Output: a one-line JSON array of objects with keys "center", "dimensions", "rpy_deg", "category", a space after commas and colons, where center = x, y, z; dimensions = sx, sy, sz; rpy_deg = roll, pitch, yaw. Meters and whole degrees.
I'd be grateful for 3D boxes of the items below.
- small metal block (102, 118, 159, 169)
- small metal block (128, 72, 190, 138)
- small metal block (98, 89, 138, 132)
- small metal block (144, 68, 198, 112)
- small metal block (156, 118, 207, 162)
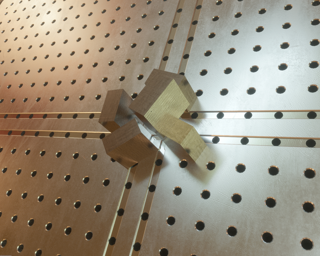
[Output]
[{"center": [-0.037, 0.021, 0.397], "dimensions": [0.050, 0.050, 0.025], "rpy_deg": [-32, 52, 7], "category": "small metal block"}, {"center": [0.001, -0.025, 0.342], "dimensions": [0.025, 0.050, 0.050], "rpy_deg": [30, 78, 37], "category": "small metal block"}, {"center": [-0.055, -0.019, 0.431], "dimensions": [0.025, 0.050, 0.050], "rpy_deg": [-3, 61, 27], "category": "small metal block"}, {"center": [0.015, -0.050, 0.414], "dimensions": [0.050, 0.050, 0.025], "rpy_deg": [20, 73, 35], "category": "small metal block"}, {"center": [0.022, 0.010, 0.373], "dimensions": [0.050, 0.050, 0.025], "rpy_deg": [29, 78, 37], "category": "small metal block"}]
